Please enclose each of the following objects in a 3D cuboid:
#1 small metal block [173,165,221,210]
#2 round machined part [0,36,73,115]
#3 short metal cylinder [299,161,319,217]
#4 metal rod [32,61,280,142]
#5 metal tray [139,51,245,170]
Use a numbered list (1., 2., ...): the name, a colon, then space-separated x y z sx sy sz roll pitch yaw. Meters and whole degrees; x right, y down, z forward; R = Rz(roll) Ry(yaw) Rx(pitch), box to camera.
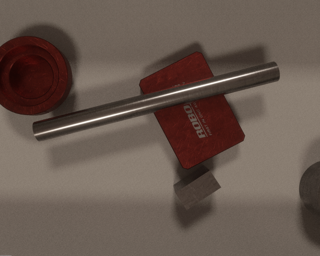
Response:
1. small metal block: 0.046 0.075 0.400 0.050 0.050 0.025 -33 90 0
2. round machined part: -0.162 -0.065 0.401 0.099 0.042 0.097 0 90 -1
3. short metal cylinder: 0.232 0.084 0.402 0.081 0.050 0.079 0 90 -1
4. metal rod: -0.004 -0.033 0.380 0.302 0.025 0.025 -14 90 -1
5. metal tray: 0.041 -0.023 0.409 0.090 0.030 0.130 -28 90 -1
